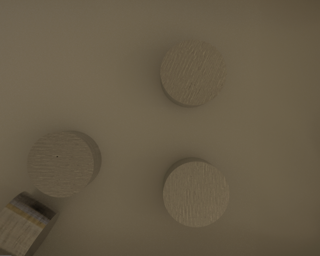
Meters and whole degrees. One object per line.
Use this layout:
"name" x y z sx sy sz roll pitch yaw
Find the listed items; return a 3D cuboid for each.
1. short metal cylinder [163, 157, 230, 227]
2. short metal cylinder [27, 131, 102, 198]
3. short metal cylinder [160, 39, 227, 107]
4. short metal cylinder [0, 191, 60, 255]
"short metal cylinder" 0.044 0.080 0.399 0.081 0.050 0.080 0 90 0
"short metal cylinder" -0.120 0.044 0.398 0.081 0.050 0.080 0 90 0
"short metal cylinder" 0.041 -0.067 0.399 0.081 0.050 0.080 0 90 0
"short metal cylinder" -0.170 0.126 0.383 0.050 0.080 0.080 32 90 0
